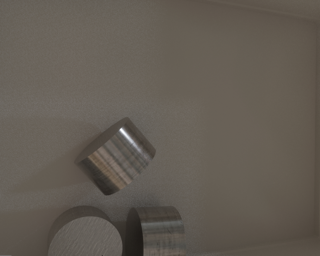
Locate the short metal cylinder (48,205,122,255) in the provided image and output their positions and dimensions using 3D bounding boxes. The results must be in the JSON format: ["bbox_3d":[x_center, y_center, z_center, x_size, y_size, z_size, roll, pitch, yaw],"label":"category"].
[{"bbox_3d":[-0.089,0.137,0.364,0.081,0.050,0.080,0,90,-20],"label":"short metal cylinder"}]

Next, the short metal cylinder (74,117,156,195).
[{"bbox_3d":[-0.052,0.032,0.362,0.080,0.080,0.050,-43,104,-15],"label":"short metal cylinder"}]

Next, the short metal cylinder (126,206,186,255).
[{"bbox_3d":[-0.008,0.137,0.379,0.050,0.080,0.080,3,89,-20],"label":"short metal cylinder"}]
